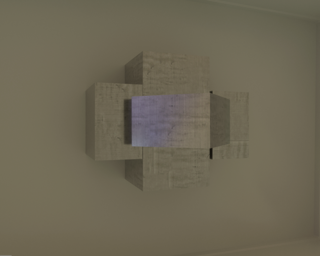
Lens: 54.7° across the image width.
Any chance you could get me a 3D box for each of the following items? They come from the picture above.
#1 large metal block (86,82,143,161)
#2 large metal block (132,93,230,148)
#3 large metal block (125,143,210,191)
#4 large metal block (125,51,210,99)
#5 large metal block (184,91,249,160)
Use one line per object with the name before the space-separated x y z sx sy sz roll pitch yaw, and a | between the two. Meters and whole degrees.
large metal block | -0.056 -0.007 0.360 0.050 0.080 0.080 0 90 -20
large metal block | 0.025 -0.007 0.329 0.080 0.080 0.050 -1 91 -65
large metal block | 0.006 0.043 0.382 0.081 0.080 0.050 0 90 -20
large metal block | 0.006 -0.058 0.382 0.081 0.080 0.050 0 90 -20
large metal block | 0.070 -0.004 0.404 0.050 0.080 0.080 0 90 -21
